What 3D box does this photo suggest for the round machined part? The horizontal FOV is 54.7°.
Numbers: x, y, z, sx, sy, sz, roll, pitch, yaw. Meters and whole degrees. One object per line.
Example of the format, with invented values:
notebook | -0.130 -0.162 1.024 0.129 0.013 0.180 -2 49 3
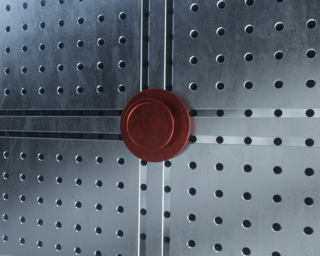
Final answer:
round machined part | -0.009 -0.003 0.405 0.098 0.042 0.097 0 90 19
